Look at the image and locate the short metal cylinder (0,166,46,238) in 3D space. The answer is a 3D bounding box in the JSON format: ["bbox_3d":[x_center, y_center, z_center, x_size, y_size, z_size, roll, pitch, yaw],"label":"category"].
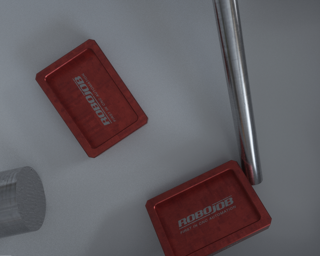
[{"bbox_3d":[-0.182,0.091,0.382,0.050,0.080,0.080,-12,90,0],"label":"short metal cylinder"}]

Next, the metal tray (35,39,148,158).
[{"bbox_3d":[-0.087,-0.037,0.407,0.090,0.030,0.130,-34,90,-1],"label":"metal tray"}]

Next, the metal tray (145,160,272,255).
[{"bbox_3d":[0.058,0.108,0.389,0.131,0.030,0.090,-26,60,-1],"label":"metal tray"}]

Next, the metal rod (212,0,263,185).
[{"bbox_3d":[0.087,-0.060,0.352,0.025,0.025,0.298,-16,115,0],"label":"metal rod"}]
